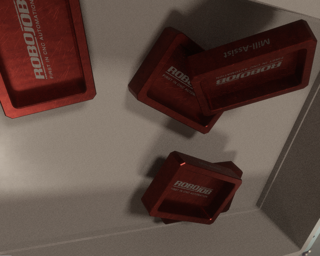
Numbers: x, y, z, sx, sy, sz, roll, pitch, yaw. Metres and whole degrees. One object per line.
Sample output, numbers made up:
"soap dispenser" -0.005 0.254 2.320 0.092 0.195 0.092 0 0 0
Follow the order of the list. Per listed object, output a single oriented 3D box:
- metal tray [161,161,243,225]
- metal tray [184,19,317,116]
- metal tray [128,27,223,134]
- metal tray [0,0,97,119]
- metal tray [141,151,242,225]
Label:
"metal tray" 0.065 0.104 0.508 0.131 0.030 0.089 -2 120 -28
"metal tray" 0.103 -0.063 0.356 0.130 0.030 0.090 -16 151 11
"metal tray" 0.037 -0.054 0.393 0.131 0.030 0.090 25 104 -37
"metal tray" -0.117 -0.080 0.291 0.091 0.030 0.129 -17 125 -19
"metal tray" 0.049 0.091 0.450 0.131 0.030 0.090 21 107 -36
